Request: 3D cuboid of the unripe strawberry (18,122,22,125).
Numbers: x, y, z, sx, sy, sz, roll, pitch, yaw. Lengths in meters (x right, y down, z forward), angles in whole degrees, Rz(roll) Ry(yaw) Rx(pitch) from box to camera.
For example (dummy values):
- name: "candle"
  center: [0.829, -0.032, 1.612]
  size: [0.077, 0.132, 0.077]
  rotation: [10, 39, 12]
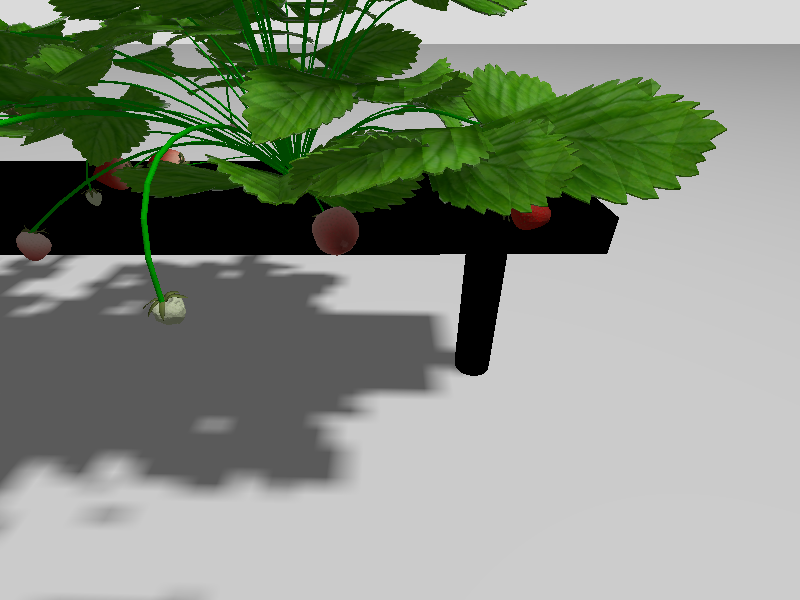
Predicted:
- name: "unripe strawberry"
  center: [-0.463, -0.213, 0.496]
  size: [0.020, 0.018, 0.018]
  rotation: [13, 11, 19]

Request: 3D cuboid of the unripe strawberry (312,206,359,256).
- name: "unripe strawberry"
  center: [-0.036, -0.038, 0.233]
  size: [0.027, 0.029, 0.030]
  rotation: [-13, 37, -18]

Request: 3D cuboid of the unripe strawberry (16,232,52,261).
- name: "unripe strawberry"
  center: [-0.213, -0.031, 0.233]
  size: [0.017, 0.017, 0.015]
  rotation: [26, 21, 33]

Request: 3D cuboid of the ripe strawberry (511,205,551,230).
- name: "ripe strawberry"
  center: [0.086, -0.057, 0.263]
  size: [0.026, 0.022, 0.026]
  rotation: [22, 40, 21]

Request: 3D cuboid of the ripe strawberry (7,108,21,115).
- name: "ripe strawberry"
  center: [-0.494, -0.249, 0.533]
  size: [0.039, 0.035, 0.036]
  rotation: [6, 34, 9]

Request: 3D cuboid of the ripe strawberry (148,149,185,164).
- name: "ripe strawberry"
  center: [-0.205, -0.119, 0.352]
  size: [0.028, 0.024, 0.028]
  rotation: [2, 34, 4]

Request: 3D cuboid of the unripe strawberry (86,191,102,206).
- name: "unripe strawberry"
  center: [-0.224, -0.075, 0.293]
  size: [0.010, 0.011, 0.011]
  rotation: [-15, 37, -21]

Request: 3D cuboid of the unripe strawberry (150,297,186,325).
- name: "unripe strawberry"
  center: [-0.100, 0.005, 0.174]
  size: [0.014, 0.013, 0.013]
  rotation: [2, 34, 2]

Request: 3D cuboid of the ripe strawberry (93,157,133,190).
- name: "ripe strawberry"
  center: [-0.237, -0.105, 0.331]
  size: [0.029, 0.028, 0.026]
  rotation: [-5, 35, -5]
